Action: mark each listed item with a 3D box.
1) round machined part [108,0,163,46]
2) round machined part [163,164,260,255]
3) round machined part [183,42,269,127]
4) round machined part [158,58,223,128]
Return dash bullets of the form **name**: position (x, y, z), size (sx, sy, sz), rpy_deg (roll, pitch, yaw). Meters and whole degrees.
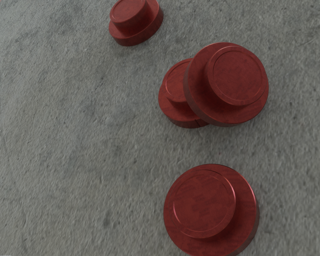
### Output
- **round machined part**: position (-0.047, -0.192, 0.534), size (0.098, 0.042, 0.098), rpy_deg (-13, 56, 20)
- **round machined part**: position (0.048, 0.082, 0.317), size (0.098, 0.042, 0.098), rpy_deg (-13, 56, 20)
- **round machined part**: position (0.079, -0.053, 0.349), size (0.099, 0.042, 0.098), rpy_deg (2, 78, -12)
- **round machined part**: position (0.042, -0.052, 0.402), size (0.098, 0.042, 0.098), rpy_deg (-13, 56, 20)
